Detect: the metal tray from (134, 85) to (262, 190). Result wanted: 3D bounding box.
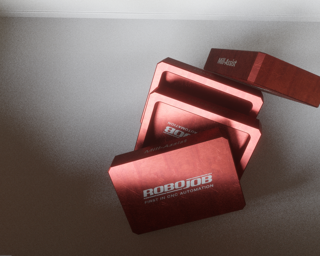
[{"bbox_3d":[0.042,0.013,0.370,0.131,0.030,0.089,21,116,7],"label":"metal tray"}]

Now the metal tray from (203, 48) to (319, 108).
[{"bbox_3d":[0.117,-0.063,0.367,0.091,0.130,0.030,17,101,-17],"label":"metal tray"}]

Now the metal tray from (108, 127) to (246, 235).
[{"bbox_3d":[0.020,0.060,0.346,0.131,0.030,0.089,-16,107,7],"label":"metal tray"}]

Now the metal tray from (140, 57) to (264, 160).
[{"bbox_3d":[0.050,-0.024,0.387,0.131,0.030,0.089,21,116,7],"label":"metal tray"}]
